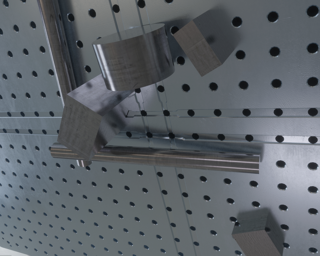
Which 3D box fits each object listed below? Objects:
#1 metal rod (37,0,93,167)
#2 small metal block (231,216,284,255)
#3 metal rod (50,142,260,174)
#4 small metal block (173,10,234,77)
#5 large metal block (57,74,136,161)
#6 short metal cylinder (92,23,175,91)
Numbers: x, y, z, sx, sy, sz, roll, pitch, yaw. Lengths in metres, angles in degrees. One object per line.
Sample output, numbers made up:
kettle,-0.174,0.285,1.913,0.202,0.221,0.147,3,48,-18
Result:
metal rod,-0.133,-0.072,0.436,0.025,0.025,0.298,10,123,23
small metal block,0.138,0.156,0.435,0.050,0.025,0.050,-25,105,36
metal rod,-0.020,0.039,0.427,0.301,0.025,0.025,2,119,20
small metal block,0.046,-0.087,0.317,0.025,0.050,0.050,-29,103,37
large metal block,-0.083,-0.017,0.409,0.050,0.080,0.079,32,129,7
short metal cylinder,-0.028,-0.079,0.341,0.080,0.080,0.050,-1,118,28
